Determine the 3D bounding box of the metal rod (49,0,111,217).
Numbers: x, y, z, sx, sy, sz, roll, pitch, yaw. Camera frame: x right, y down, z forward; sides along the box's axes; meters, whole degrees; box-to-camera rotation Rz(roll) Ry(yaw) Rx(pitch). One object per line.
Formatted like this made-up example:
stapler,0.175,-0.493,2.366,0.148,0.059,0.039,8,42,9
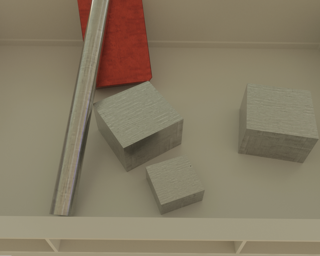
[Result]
metal rod,-0.091,-0.048,0.377,0.025,0.025,0.299,4,71,3

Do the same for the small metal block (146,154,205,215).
small metal block,0.016,0.063,0.352,0.050,0.025,0.050,-16,52,-14

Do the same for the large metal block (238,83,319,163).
large metal block,0.147,-0.008,0.397,0.080,0.050,0.080,9,51,7

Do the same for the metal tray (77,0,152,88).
metal tray,-0.065,-0.127,0.456,0.091,0.030,0.129,-8,93,-7

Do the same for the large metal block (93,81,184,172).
large metal block,-0.028,-0.004,0.392,0.081,0.050,0.080,-26,55,-21
